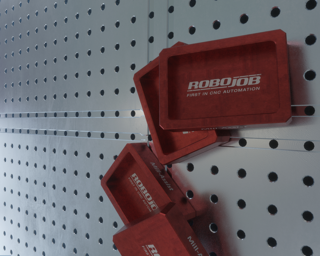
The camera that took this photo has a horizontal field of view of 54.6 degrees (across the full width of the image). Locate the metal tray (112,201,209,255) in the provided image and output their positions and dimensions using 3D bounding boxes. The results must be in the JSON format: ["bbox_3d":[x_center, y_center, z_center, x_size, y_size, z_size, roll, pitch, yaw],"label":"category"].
[{"bbox_3d":[0.012,0.164,0.368,0.090,0.030,0.130,-35,86,29],"label":"metal tray"}]

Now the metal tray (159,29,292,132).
[{"bbox_3d":[0.065,-0.044,0.324,0.130,0.030,0.090,-4,82,23],"label":"metal tray"}]

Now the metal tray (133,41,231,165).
[{"bbox_3d":[0.022,-0.029,0.388,0.090,0.030,0.130,-29,72,36],"label":"metal tray"}]

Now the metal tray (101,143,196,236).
[{"bbox_3d":[-0.022,0.095,0.425,0.130,0.030,0.090,52,120,27],"label":"metal tray"}]
